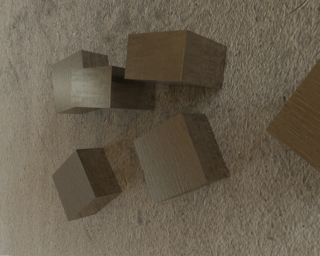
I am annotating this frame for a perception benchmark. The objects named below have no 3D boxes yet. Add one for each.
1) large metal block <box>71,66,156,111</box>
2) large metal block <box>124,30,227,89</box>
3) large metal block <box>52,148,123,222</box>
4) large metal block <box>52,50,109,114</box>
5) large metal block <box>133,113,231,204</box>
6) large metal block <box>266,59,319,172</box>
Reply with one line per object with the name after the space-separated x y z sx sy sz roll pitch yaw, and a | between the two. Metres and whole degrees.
-0.062 -0.051 0.421 0.080 0.081 0.050 5 93 40 | large metal block
0.019 -0.075 0.354 0.080 0.081 0.050 10 97 39 | large metal block
-0.116 0.087 0.485 0.080 0.050 0.080 -43 64 32 | large metal block
-0.124 -0.069 0.491 0.080 0.050 0.080 -12 83 39 | large metal block
0.024 0.036 0.369 0.080 0.050 0.080 -31 71 36 | large metal block
0.154 -0.006 0.261 0.080 0.050 0.080 45 117 31 | large metal block
